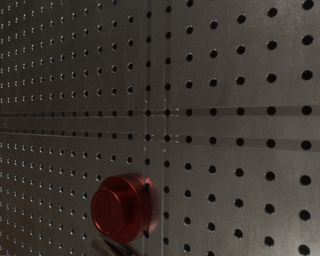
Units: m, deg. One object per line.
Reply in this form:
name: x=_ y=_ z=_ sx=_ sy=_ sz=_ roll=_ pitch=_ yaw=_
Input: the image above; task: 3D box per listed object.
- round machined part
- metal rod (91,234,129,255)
round machined part: x=-0.063 y=0.118 z=0.448 sx=0.098 sy=0.042 sz=0.097 roll=0 pitch=90 yaw=39
metal rod: x=0.013 y=0.225 z=0.396 sx=0.300 sy=0.025 sz=0.025 roll=23 pitch=105 yaw=37
